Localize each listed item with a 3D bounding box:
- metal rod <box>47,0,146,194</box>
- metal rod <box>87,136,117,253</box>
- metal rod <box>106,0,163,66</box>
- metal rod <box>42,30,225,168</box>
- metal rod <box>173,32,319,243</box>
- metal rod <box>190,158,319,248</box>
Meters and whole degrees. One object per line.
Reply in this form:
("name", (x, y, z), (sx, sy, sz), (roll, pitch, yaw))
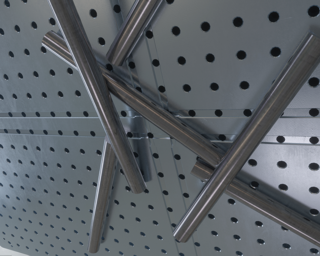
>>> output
("metal rod", (-0.071, -0.024, 0.405), (0.025, 0.025, 0.299), (2, 129, 27))
("metal rod", (-0.103, 0.131, 0.546), (0.025, 0.025, 0.298), (26, 128, 12))
("metal rod", (0.020, -0.174, 0.293), (0.025, 0.025, 0.298), (41, 129, 0))
("metal rod", (-0.027, -0.033, 0.405), (0.300, 0.025, 0.025), (35, 129, 4))
("metal rod", (0.088, 0.033, 0.357), (0.025, 0.025, 0.298), (31, 120, 8))
("metal rod", (0.176, 0.122, 0.393), (0.301, 0.025, 0.025), (29, 128, 9))
